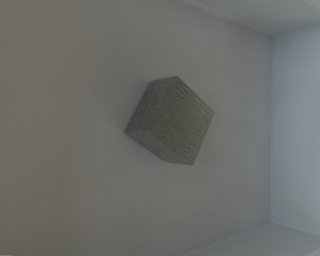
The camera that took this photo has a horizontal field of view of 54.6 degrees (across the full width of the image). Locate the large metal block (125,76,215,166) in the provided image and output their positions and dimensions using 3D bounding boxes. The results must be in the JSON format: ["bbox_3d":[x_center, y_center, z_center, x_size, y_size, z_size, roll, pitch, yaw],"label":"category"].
[{"bbox_3d":[0.015,-0.008,0.397,0.080,0.050,0.080,39,66,-34],"label":"large metal block"}]
